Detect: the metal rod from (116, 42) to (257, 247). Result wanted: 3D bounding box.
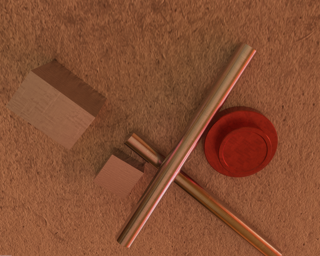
[{"bbox_3d":[0.029,0.028,0.398,0.025,0.025,0.299,30,99,-11],"label":"metal rod"}]

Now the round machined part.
[{"bbox_3d":[0.108,0.023,0.411,0.099,0.042,0.097,0,110,-1],"label":"round machined part"}]

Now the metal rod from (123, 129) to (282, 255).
[{"bbox_3d":[0.070,0.105,0.449,0.300,0.025,0.025,41,105,-14],"label":"metal rod"}]

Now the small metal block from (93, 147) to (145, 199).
[{"bbox_3d":[-0.057,0.063,0.432,0.050,0.025,0.050,33,107,-12],"label":"small metal block"}]

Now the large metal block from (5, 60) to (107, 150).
[{"bbox_3d":[-0.117,-0.031,0.368,0.080,0.080,0.050,38,106,-13],"label":"large metal block"}]
